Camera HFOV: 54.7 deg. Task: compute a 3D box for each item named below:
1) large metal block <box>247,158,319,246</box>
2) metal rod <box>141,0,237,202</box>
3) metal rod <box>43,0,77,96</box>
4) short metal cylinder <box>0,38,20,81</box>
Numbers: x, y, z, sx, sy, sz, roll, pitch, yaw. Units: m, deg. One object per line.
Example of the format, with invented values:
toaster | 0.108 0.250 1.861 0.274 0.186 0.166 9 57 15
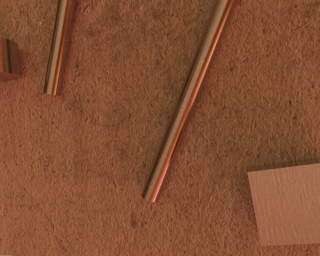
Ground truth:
large metal block | 0.147 0.080 0.344 0.080 0.050 0.080 -11 87 19
metal rod | 0.039 -0.045 0.394 0.025 0.025 0.298 23 97 18
metal rod | -0.134 -0.196 0.454 0.025 0.025 0.298 12 94 19
short metal cylinder | -0.257 -0.103 0.468 0.080 0.080 0.050 -4 89 19
